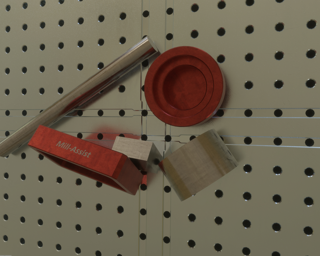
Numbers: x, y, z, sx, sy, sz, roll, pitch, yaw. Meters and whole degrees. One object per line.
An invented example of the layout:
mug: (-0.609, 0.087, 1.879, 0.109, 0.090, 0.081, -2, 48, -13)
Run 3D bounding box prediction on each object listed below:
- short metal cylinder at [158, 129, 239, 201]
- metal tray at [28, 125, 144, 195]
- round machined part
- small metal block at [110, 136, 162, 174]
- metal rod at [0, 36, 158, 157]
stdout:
short metal cylinder: (0.045, 0.044, 0.367, 0.080, 0.080, 0.050, -36, 79, 16)
metal tray: (-0.094, 0.044, 0.408, 0.130, 0.090, 0.030, 17, 70, 18)
round machined part: (0.033, -0.050, 0.391, 0.098, 0.042, 0.097, 0, 90, 19)
small metal block: (-0.030, 0.036, 0.406, 0.050, 0.050, 0.025, 9, 66, 19)
metal rod: (-0.133, -0.038, 0.457, 0.300, 0.025, 0.025, -31, 80, 17)
